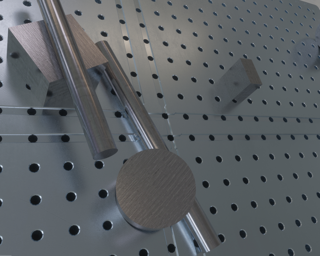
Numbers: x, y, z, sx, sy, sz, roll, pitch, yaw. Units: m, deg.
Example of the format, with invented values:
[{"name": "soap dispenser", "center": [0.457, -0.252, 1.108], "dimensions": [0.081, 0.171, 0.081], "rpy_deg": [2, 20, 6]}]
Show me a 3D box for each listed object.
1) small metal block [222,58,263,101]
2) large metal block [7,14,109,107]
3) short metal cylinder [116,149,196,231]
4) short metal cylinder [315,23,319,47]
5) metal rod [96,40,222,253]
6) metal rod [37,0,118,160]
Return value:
[{"name": "small metal block", "center": [0.135, -0.079, 0.514], "dimensions": [0.025, 0.050, 0.050], "rpy_deg": [0, 62, -28]}, {"name": "large metal block", "center": [-0.124, -0.084, 0.376], "dimensions": [0.081, 0.050, 0.080], "rpy_deg": [-32, 80, -38]}, {"name": "short metal cylinder", "center": [-0.007, 0.067, 0.332], "dimensions": [0.081, 0.050, 0.080], "rpy_deg": [3, 69, -7]}, {"name": "short metal cylinder", "center": [0.423, -0.226, 0.739], "dimensions": [0.050, 0.080, 0.080], "rpy_deg": [0, 62, -28]}, {"name": "metal rod", "center": [-0.012, 0.012, 0.394], "dimensions": [0.025, 0.025, 0.299], "rpy_deg": [-19, 72, -35]}, {"name": "metal rod", "center": [-0.111, -0.104, 0.347], "dimensions": [0.025, 0.025, 0.299], "rpy_deg": [-12, 68, -33]}]
